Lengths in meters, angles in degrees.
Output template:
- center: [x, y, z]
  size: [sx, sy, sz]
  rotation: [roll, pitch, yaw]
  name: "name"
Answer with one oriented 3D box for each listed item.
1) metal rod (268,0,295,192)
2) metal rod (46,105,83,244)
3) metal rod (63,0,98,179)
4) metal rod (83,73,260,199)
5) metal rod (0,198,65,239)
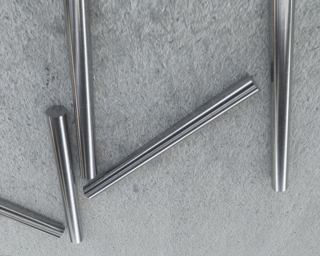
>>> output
- center: [0.152, -0.020, 0.392]
  size: [0.025, 0.025, 0.299]
  rotation: [-11, 130, 8]
  name: "metal rod"
- center: [-0.143, 0.092, 0.483]
  size: [0.025, 0.025, 0.298]
  rotation: [4, 130, -4]
  name: "metal rod"
- center: [-0.091, -0.046, 0.366]
  size: [0.025, 0.025, 0.298]
  rotation: [4, 130, -4]
  name: "metal rod"
- center: [-0.001, 0.023, 0.427]
  size: [0.299, 0.025, 0.025]
  rotation: [-35, 122, 25]
  name: "metal rod"
- center: [-0.291, 0.113, 0.499]
  size: [0.301, 0.025, 0.025]
  rotation: [35, 122, -27]
  name: "metal rod"
